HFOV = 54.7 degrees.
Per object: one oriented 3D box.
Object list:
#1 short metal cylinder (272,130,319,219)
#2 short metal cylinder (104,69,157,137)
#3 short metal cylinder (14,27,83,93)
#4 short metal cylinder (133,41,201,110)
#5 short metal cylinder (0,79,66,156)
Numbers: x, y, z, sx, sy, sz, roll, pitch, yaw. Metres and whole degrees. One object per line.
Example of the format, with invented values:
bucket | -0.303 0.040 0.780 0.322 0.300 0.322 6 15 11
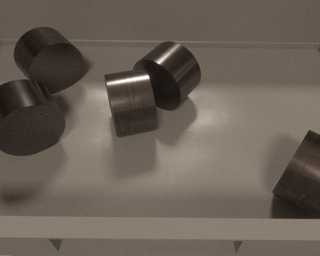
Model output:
short metal cylinder | 0.164 0.048 0.331 0.050 0.080 0.080 31 56 23
short metal cylinder | -0.038 -0.033 0.396 0.050 0.080 0.080 -12 51 -10
short metal cylinder | -0.161 -0.098 0.450 0.081 0.080 0.050 -32 57 -24
short metal cylinder | 0.009 -0.072 0.430 0.080 0.080 0.050 29 56 22
short metal cylinder | -0.164 -0.012 0.377 0.081 0.080 0.050 -25 55 -20
